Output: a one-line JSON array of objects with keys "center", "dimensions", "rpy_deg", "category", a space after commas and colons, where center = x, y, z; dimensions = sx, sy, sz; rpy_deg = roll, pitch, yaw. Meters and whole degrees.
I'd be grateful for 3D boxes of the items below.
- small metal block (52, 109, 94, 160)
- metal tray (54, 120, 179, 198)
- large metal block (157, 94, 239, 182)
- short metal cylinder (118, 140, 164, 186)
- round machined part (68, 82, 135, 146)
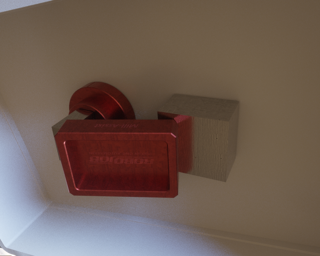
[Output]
[{"center": [-0.107, 0.010, 0.397], "dimensions": [0.025, 0.050, 0.050], "rpy_deg": [12, 123, 21], "category": "small metal block"}, {"center": [-0.045, 0.036, 0.357], "dimensions": [0.131, 0.030, 0.089], "rpy_deg": [0, 121, 6], "category": "metal tray"}, {"center": [0.047, 0.010, 0.369], "dimensions": [0.080, 0.050, 0.079], "rpy_deg": [9, 123, 23], "category": "large metal block"}, {"center": [-0.027, 0.048, 0.418], "dimensions": [0.080, 0.050, 0.079], "rpy_deg": [6, 132, 7], "category": "short metal cylinder"}, {"center": [-0.087, -0.012, 0.432], "dimensions": [0.098, 0.042, 0.097], "rpy_deg": [13, 124, 20], "category": "round machined part"}]
